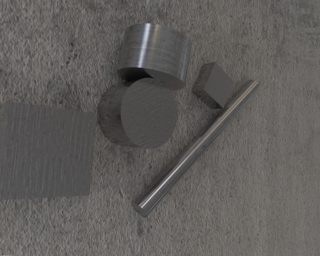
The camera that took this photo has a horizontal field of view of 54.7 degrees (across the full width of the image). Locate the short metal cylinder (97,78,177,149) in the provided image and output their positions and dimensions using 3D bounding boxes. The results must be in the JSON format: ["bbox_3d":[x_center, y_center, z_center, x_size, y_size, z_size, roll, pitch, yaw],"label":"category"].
[{"bbox_3d":[-0.026,-0.017,0.367,0.081,0.050,0.079,0,91,-40],"label":"short metal cylinder"}]

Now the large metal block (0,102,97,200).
[{"bbox_3d":[-0.112,0.022,0.295,0.081,0.050,0.080,7,86,-40],"label":"large metal block"}]

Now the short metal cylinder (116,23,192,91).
[{"bbox_3d":[-0.006,-0.080,0.363,0.081,0.080,0.050,17,79,-39],"label":"short metal cylinder"}]

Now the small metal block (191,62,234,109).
[{"bbox_3d":[0.081,-0.064,0.472,0.050,0.025,0.050,37,67,-34],"label":"small metal block"}]

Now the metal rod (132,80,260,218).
[{"bbox_3d":[0.069,0.014,0.462,0.301,0.025,0.025,-43,116,-31],"label":"metal rod"}]
